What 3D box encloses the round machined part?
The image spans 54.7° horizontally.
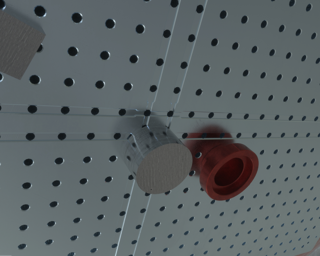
[{"bbox_3d":[0.106,0.065,0.498,0.099,0.042,0.097,-14,124,-21],"label":"round machined part"}]

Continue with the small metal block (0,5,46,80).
[{"bbox_3d":[-0.142,-0.080,0.284,0.050,0.025,0.050,26,104,-37],"label":"small metal block"}]

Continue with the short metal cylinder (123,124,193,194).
[{"bbox_3d":[-0.004,0.042,0.419,0.081,0.050,0.079,-14,124,-21],"label":"short metal cylinder"}]
